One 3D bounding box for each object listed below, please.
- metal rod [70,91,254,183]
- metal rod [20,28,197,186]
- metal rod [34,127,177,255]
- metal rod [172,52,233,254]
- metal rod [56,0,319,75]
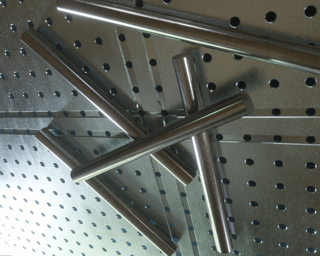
[{"bbox_3d":[-0.021,0.024,0.401,0.299,0.025,0.025,-25,105,36],"label":"metal rod"},{"bbox_3d":[-0.069,-0.028,0.428,0.300,0.025,0.025,42,129,-1],"label":"metal rod"},{"bbox_3d":[-0.090,0.109,0.523,0.300,0.025,0.025,43,129,-2],"label":"metal rod"},{"bbox_3d":[0.062,0.050,0.408,0.025,0.025,0.298,-1,118,28],"label":"metal rod"},{"bbox_3d":[0.019,-0.107,0.333,0.301,0.025,0.025,19,126,16],"label":"metal rod"}]
